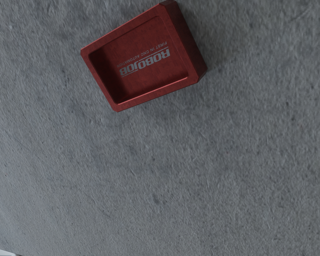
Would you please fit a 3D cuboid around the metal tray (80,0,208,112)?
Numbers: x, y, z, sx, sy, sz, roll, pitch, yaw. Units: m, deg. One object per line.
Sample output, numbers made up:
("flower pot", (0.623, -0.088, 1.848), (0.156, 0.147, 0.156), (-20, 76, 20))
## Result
("metal tray", (-0.022, -0.079, 0.364), (0.130, 0.030, 0.090), (-17, 110, 34))
